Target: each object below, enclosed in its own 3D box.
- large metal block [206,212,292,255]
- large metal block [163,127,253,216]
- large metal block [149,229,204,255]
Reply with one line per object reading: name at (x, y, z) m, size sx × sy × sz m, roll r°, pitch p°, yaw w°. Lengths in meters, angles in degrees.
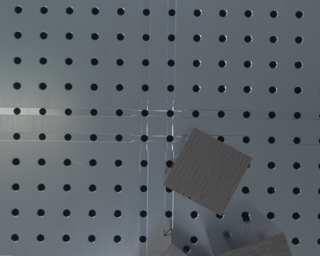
large metal block at (0.109, 0.153, 0.387) m, size 0.080 × 0.080 × 0.050 m, roll -19°, pitch 90°, yaw 0°
large metal block at (0.058, 0.053, 0.401) m, size 0.080 × 0.050 × 0.080 m, roll 28°, pitch 90°, yaw 0°
large metal block at (0.020, 0.195, 0.401) m, size 0.080 × 0.050 × 0.080 m, roll 39°, pitch 90°, yaw 0°
